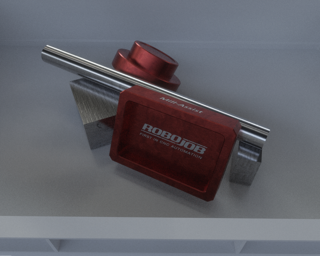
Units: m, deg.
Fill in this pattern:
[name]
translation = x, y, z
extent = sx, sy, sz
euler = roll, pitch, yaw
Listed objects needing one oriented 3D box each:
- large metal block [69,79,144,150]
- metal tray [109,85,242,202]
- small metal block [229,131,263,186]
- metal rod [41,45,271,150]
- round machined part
[large metal block]
translation = -0.066, -0.028, 0.409
extent = 0.081, 0.050, 0.080
euler = -18, 52, -15
[metal tray]
translation = 0.012, 0.015, 0.344
extent = 0.130, 0.089, 0.030
euler = 21, 26, 16
[small metal block]
translation = 0.101, 0.031, 0.362
extent = 0.025, 0.050, 0.050
euler = 11, 51, 9
[metal rod]
translation = -0.019, -0.044, 0.374
extent = 0.301, 0.025, 0.025
euler = 23, 54, 18
[round machined part]
translation = -0.013, -0.087, 0.431
extent = 0.098, 0.042, 0.098
euler = 26, 20, -10
